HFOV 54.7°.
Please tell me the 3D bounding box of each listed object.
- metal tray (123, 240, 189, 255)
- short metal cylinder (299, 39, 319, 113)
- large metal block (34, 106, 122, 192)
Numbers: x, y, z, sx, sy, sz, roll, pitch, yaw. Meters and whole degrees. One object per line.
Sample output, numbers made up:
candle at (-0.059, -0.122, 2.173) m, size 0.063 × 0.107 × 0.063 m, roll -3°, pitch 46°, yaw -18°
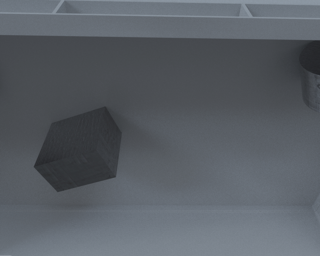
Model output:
metal tray at (-0.015, 0.287, 0.652) m, size 0.130 × 0.030 × 0.090 m, roll -31°, pitch 124°, yaw 23°
short metal cylinder at (0.193, -0.057, 0.327) m, size 0.080 × 0.080 × 0.050 m, roll -15°, pitch 129°, yaw 12°
large metal block at (-0.099, 0.026, 0.394) m, size 0.080 × 0.080 × 0.050 m, roll -16°, pitch 129°, yaw 13°
